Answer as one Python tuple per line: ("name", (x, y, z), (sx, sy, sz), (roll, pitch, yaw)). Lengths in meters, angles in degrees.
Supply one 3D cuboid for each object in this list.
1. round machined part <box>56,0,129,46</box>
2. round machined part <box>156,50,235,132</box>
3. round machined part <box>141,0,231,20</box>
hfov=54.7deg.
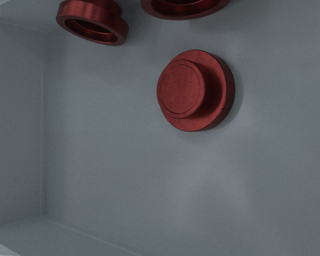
("round machined part", (-0.091, -0.156, 0.437), (0.098, 0.098, 0.042), (11, 85, 39))
("round machined part", (0.035, -0.044, 0.367), (0.098, 0.042, 0.097), (0, 90, 40))
("round machined part", (0.027, -0.157, 0.337), (0.098, 0.099, 0.042), (-6, 86, 40))
